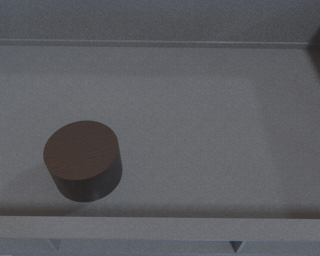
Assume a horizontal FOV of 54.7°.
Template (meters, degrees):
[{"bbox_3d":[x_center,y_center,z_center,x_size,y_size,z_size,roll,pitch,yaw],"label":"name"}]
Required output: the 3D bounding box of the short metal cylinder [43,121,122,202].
[{"bbox_3d":[-0.086,0.038,0.356,0.081,0.050,0.080,0,50,0],"label":"short metal cylinder"}]
